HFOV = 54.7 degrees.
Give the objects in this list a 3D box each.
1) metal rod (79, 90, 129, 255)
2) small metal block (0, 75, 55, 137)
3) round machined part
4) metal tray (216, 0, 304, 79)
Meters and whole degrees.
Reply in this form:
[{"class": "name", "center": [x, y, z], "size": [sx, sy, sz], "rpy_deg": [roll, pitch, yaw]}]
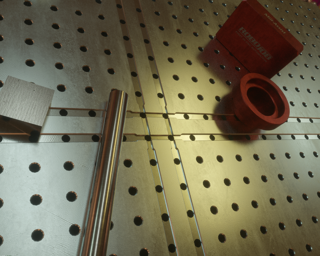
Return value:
[{"class": "metal rod", "center": [-0.062, 0.084, 0.323], "size": [0.025, 0.025, 0.300], "rpy_deg": [17, 55, -19]}, {"class": "small metal block", "center": [-0.150, -0.024, 0.342], "size": [0.050, 0.025, 0.050], "rpy_deg": [18, 55, -18]}, {"class": "round machined part", "center": [0.158, -0.039, 0.505], "size": [0.099, 0.042, 0.098], "rpy_deg": [14, 56, -21]}, {"class": "metal tray", "center": [0.174, -0.154, 0.553], "size": [0.130, 0.090, 0.030], "rpy_deg": [47, 51, 4]}]
